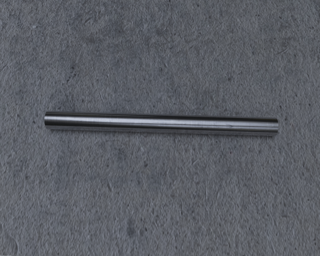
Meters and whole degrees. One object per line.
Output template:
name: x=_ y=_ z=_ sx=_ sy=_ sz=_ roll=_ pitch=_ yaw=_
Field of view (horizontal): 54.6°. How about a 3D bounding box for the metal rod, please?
metal rod: x=0.002 y=-0.006 z=0.412 sx=0.302 sy=0.025 sz=0.025 roll=2 pitch=70 yaw=0
